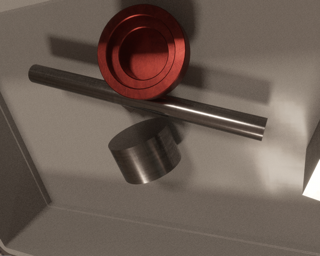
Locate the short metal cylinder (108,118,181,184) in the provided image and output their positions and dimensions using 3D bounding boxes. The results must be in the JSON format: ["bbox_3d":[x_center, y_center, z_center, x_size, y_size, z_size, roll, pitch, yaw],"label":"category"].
[{"bbox_3d":[-0.019,0.028,0.399,0.080,0.080,0.050,-11,113,32],"label":"short metal cylinder"}]

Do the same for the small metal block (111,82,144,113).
[{"bbox_3d":[-0.041,-0.056,0.394,0.050,0.025,0.050,37,129,3],"label":"small metal block"}]

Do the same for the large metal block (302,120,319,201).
[{"bbox_3d":[0.189,0.035,0.295,0.080,0.080,0.050,18,125,17],"label":"large metal block"}]

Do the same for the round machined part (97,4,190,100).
[{"bbox_3d":[-0.015,-0.079,0.339,0.098,0.042,0.097,1,94,18],"label":"round machined part"}]

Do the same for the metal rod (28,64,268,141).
[{"bbox_3d":[-0.029,-0.036,0.368,0.301,0.025,0.025,15,125,18],"label":"metal rod"}]
